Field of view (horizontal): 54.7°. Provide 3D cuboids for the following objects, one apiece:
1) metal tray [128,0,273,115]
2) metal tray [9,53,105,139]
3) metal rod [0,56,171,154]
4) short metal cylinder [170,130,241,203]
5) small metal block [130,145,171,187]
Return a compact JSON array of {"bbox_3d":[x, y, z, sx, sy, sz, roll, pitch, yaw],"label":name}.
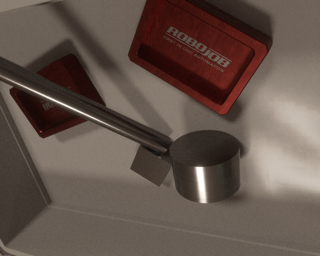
[{"bbox_3d":[0.038,-0.084,0.332,0.130,0.030,0.089,32,128,7],"label":"metal tray"},{"bbox_3d":[-0.153,-0.042,0.457,0.130,0.030,0.090,-18,109,34],"label":"metal tray"},{"bbox_3d":[-0.120,-0.038,0.369,0.302,0.025,0.025,26,132,-20],"label":"metal rod"},{"bbox_3d":[0.055,0.043,0.370,0.080,0.080,0.050,4,120,25],"label":"short metal cylinder"},{"bbox_3d":[-0.009,0.048,0.442,0.050,0.025,0.050,31,128,8],"label":"small metal block"}]
